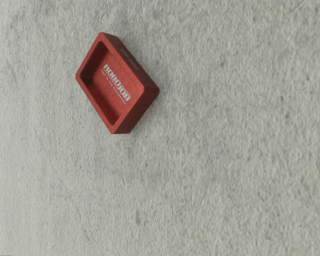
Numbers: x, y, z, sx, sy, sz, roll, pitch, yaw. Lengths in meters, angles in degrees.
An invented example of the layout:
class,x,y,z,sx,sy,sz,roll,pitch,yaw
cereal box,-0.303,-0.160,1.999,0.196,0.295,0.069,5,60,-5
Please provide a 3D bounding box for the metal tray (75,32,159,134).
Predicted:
class,x,y,z,sx,sy,sz,roll,pitch,yaw
metal tray,-0.068,-0.066,0.454,0.090,0.030,0.130,-51,60,27
